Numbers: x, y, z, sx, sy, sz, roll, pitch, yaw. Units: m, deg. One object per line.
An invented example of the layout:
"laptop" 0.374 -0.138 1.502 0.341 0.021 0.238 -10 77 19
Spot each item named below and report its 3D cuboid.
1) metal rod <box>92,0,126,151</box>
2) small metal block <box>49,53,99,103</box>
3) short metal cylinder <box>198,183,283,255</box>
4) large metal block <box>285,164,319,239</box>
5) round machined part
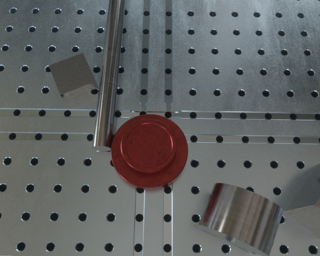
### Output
"metal rod" -0.070 -0.114 0.452 0.025 0.025 0.299 2 70 0
"small metal block" -0.121 -0.071 0.436 0.050 0.025 0.050 -24 72 -9
"short metal cylinder" 0.089 0.102 0.346 0.080 0.080 0.050 23 72 8
"large metal block" 0.203 0.078 0.356 0.050 0.080 0.080 40 75 13
"round machined part" -0.013 0.027 0.393 0.099 0.042 0.098 0 70 -1
